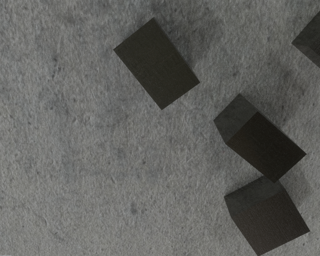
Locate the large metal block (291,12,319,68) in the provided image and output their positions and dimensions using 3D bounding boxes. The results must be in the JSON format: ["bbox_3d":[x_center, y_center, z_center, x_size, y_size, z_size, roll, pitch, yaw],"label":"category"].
[{"bbox_3d":[0.220,-0.105,0.361,0.080,0.050,0.080,35,106,-13],"label":"large metal block"}]

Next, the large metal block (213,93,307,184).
[{"bbox_3d":[0.120,0.010,0.386,0.080,0.080,0.050,38,106,-13],"label":"large metal block"}]

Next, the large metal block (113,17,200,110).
[{"bbox_3d":[-0.003,-0.076,0.352,0.050,0.080,0.080,-36,107,12],"label":"large metal block"}]

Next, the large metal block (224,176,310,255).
[{"bbox_3d":[0.151,0.122,0.444,0.080,0.050,0.080,-31,108,10],"label":"large metal block"}]
